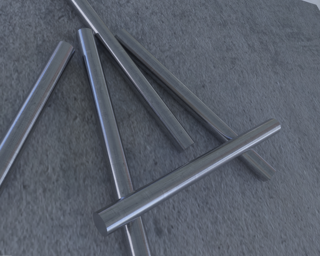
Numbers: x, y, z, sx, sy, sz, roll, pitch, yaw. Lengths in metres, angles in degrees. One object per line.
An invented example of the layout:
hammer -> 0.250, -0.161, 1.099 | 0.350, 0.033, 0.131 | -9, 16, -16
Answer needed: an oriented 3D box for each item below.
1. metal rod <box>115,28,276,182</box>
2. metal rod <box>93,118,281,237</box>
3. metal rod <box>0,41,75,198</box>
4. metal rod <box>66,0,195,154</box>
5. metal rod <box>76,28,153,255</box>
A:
metal rod -> 0.049, -0.034, 0.452 | 0.300, 0.025, 0.025 | 43, 51, 1
metal rod -> 0.057, 0.043, 0.376 | 0.302, 0.025, 0.025 | -22, 74, -36
metal rod -> -0.149, 0.017, 0.313 | 0.025, 0.025, 0.300 | 23, 53, -15
metal rod -> -0.052, -0.092, 0.433 | 0.025, 0.025, 0.299 | -29, 78, -38
metal rod -> -0.061, 0.002, 0.370 | 0.025, 0.025, 0.299 | -4, 64, -30
